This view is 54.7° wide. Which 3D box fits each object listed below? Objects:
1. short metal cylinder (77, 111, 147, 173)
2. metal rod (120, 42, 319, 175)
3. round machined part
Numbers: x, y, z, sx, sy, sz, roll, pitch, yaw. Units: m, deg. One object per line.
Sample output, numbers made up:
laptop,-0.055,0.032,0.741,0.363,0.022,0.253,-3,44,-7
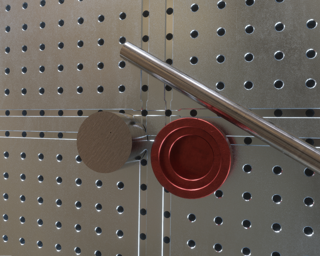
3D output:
short metal cylinder,-0.064,0.018,0.421,0.080,0.050,0.079,0,90,19
metal rod,0.074,-0.030,0.386,0.300,0.025,0.025,33,101,16
round machined part,0.042,0.036,0.388,0.098,0.042,0.097,0,90,19
